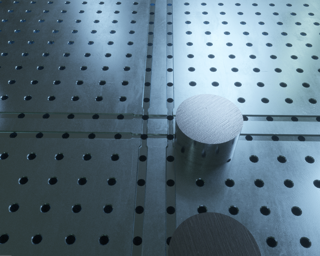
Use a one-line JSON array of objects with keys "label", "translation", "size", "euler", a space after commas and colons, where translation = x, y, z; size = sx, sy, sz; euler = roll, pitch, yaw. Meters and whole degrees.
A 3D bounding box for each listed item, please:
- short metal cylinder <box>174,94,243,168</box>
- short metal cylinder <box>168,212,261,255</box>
[{"label": "short metal cylinder", "translation": [0.059, 0.003, 0.389], "size": [0.081, 0.050, 0.080], "euler": [0, 50, 0]}, {"label": "short metal cylinder", "translation": [0.047, 0.126, 0.286], "size": [0.081, 0.050, 0.080], "euler": [0, 50, 0]}]
